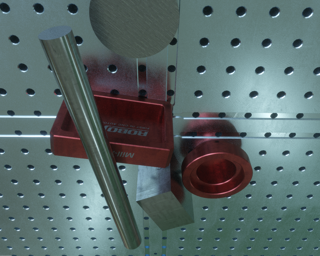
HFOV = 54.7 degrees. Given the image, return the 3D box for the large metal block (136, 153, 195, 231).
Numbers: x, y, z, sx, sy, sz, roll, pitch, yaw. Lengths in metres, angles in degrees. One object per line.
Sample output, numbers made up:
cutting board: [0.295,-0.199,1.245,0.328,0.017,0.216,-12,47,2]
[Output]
large metal block: [0.009,0.089,0.451,0.050,0.080,0.080,-20,127,16]

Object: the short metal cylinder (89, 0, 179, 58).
short metal cylinder: [-0.023,-0.115,0.297,0.081,0.050,0.079,0,130,0]

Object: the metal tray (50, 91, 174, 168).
metal tray: [-0.052,-0.002,0.366,0.131,0.090,0.030,8,130,-7]

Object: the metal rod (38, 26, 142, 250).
metal rod: [-0.058,0.041,0.326,0.025,0.025,0.298,-6,130,5]

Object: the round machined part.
round machined part: [0.080,0.056,0.449,0.099,0.042,0.097,0,130,0]
